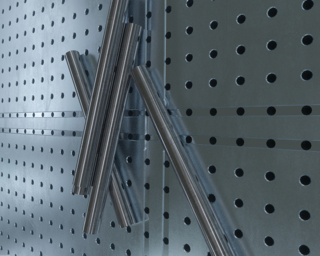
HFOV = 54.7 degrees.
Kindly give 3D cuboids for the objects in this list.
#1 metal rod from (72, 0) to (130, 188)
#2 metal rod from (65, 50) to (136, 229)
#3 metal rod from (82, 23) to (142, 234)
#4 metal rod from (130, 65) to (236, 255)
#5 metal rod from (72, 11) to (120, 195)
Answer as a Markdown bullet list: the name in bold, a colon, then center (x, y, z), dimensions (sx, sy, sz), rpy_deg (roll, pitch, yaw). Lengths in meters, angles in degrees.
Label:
- **metal rod**: center (-0.079, -0.066, 0.430), dimensions (0.025, 0.025, 0.298), rpy_deg (13, 91, 39)
- **metal rod**: center (-0.098, 0.008, 0.487), dimensions (0.025, 0.025, 0.299), rpy_deg (-33, 70, 35)
- **metal rod**: center (-0.068, 0.001, 0.441), dimensions (0.025, 0.025, 0.298), rpy_deg (13, 91, 39)
- **metal rod**: center (0.029, 0.049, 0.383), dimensions (0.025, 0.025, 0.299), rpy_deg (-37, 68, 33)
- **metal rod**: center (-0.087, -0.050, 0.456), dimensions (0.025, 0.025, 0.298), rpy_deg (13, 91, 39)
